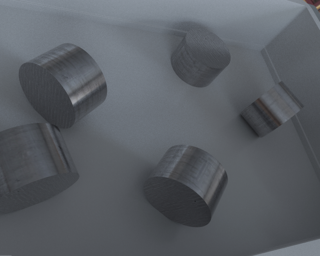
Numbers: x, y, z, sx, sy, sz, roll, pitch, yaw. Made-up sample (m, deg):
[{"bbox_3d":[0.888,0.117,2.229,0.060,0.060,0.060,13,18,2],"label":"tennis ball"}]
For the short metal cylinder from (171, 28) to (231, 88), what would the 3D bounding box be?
[{"bbox_3d":[0.065,-0.112,0.495,0.081,0.050,0.080,14,56,-21],"label":"short metal cylinder"}]

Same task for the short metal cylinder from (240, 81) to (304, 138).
[{"bbox_3d":[0.174,-0.029,0.484,0.081,0.080,0.050,-31,79,-38],"label":"short metal cylinder"}]

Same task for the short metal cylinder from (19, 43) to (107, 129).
[{"bbox_3d":[-0.106,-0.046,0.342,0.080,0.080,0.050,43,51,1],"label":"short metal cylinder"}]

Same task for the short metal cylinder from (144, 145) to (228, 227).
[{"bbox_3d":[0.029,0.065,0.348,0.080,0.080,0.050,39,51,-2],"label":"short metal cylinder"}]

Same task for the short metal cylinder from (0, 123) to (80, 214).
[{"bbox_3d":[-0.122,0.038,0.282,0.081,0.080,0.050,-17,71,-35],"label":"short metal cylinder"}]
